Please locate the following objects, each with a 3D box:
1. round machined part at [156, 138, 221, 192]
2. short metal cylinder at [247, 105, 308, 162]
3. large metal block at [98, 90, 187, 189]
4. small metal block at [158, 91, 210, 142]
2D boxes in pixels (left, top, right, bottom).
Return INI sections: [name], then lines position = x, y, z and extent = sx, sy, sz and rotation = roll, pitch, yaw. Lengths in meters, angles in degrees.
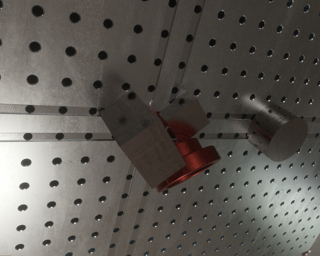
[round machined part]
position = 0.031, 0.048, 0.428
extent = 0.099, 0.042, 0.098
rotation = -26, 166, -7
[short metal cylinder]
position = 0.192, 0.008, 0.508
extent = 0.081, 0.050, 0.079
rotation = -14, 124, -21
[large metal block]
position = -0.022, 0.013, 0.373
extent = 0.050, 0.080, 0.080
rotation = -35, 129, -5
[small metal block]
position = 0.034, -0.014, 0.423
extent = 0.050, 0.025, 0.050
rotation = -38, 130, -3
